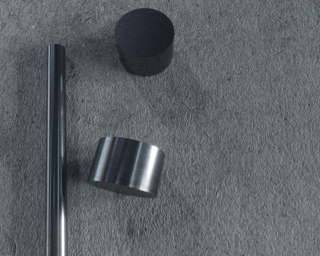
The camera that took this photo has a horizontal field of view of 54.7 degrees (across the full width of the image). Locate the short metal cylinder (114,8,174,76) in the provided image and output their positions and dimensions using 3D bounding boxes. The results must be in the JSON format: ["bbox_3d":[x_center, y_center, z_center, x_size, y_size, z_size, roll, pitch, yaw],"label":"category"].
[{"bbox_3d":[-0.021,-0.120,0.439,0.081,0.050,0.080,0,70,0],"label":"short metal cylinder"}]

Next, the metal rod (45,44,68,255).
[{"bbox_3d":[-0.133,0.025,0.397,0.025,0.025,0.299,-6,70,-2],"label":"metal rod"}]

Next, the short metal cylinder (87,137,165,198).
[{"bbox_3d":[-0.038,0.048,0.361,0.080,0.080,0.050,11,71,4],"label":"short metal cylinder"}]
